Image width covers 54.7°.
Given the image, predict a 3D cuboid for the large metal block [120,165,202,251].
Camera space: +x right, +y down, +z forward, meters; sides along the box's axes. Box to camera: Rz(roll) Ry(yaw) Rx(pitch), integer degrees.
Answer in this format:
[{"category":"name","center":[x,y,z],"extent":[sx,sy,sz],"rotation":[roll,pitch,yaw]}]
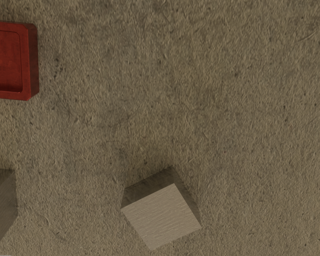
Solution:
[{"category":"large metal block","center":[0.002,0.112,0.438],"extent":[0.080,0.050,0.080],"rotation":[-28,108,9]}]

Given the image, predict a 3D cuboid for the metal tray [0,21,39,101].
[{"category":"metal tray","center":[-0.218,-0.085,0.373],"extent":[0.131,0.030,0.089],"rotation":[5,110,-2]}]

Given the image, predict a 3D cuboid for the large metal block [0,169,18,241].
[{"category":"large metal block","center":[-0.237,0.108,0.418],"extent":[0.050,0.080,0.079],"rotation":[6,110,-2]}]
